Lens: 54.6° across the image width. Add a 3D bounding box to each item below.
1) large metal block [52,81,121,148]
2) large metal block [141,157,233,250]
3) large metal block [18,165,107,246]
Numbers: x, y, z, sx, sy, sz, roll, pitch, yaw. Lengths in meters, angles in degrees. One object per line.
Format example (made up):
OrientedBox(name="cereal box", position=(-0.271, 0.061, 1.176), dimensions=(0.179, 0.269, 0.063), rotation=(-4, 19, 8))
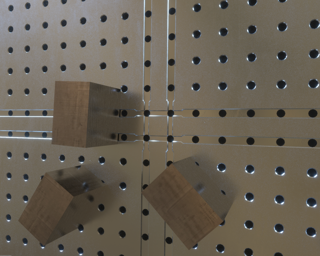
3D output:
OrientedBox(name="large metal block", position=(-0.096, -0.018, 0.418), dimensions=(0.050, 0.080, 0.080), rotation=(4, 92, 20))
OrientedBox(name="large metal block", position=(0.036, 0.084, 0.371), dimensions=(0.050, 0.080, 0.080), rotation=(-46, 76, 14))
OrientedBox(name="large metal block", position=(-0.132, 0.103, 0.431), dimensions=(0.050, 0.080, 0.080), rotation=(36, 102, 16))
